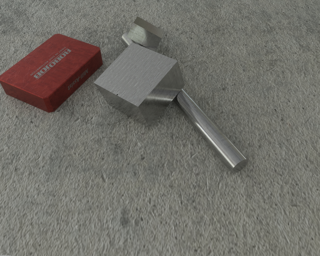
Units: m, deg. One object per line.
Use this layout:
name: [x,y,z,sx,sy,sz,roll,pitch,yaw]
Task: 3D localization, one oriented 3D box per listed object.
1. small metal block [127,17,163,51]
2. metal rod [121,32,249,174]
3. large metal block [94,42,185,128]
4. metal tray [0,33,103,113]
small metal block: [-0.023,-0.156,0.512,0.050,0.025,0.050,26,29,-11]
metal rod: [0.020,-0.054,0.449,0.025,0.025,0.300,-24,54,-19]
large metal block: [-0.026,-0.060,0.419,0.080,0.050,0.080,29,71,29]
metal tray: [-0.161,-0.089,0.472,0.090,0.030,0.130,22,53,17]
